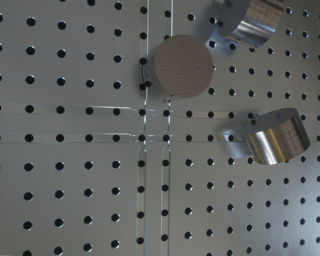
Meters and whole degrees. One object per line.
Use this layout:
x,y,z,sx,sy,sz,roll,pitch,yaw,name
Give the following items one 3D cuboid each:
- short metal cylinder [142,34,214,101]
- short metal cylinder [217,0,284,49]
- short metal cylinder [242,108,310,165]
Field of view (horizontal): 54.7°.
0.023,-0.077,0.409,0.081,0.050,0.079,0,90,-20,short metal cylinder
0.123,-0.157,0.430,0.050,0.080,0.080,15,85,-20,short metal cylinder
0.166,0.011,0.447,0.080,0.080,0.050,-29,100,-18,short metal cylinder
